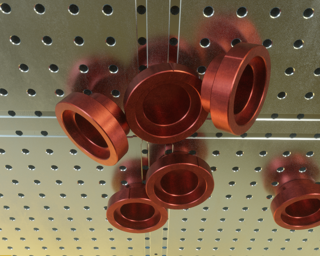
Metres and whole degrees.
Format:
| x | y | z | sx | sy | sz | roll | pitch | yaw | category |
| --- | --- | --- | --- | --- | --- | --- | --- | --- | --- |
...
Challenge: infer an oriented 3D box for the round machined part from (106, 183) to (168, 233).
| x | y | z | sx | sy | sz | roll | pitch | yaw | category |
| --- | --- | --- | --- | --- | --- | --- | --- | --- | --- |
| -0.036 | 0.128 | 0.509 | 0.099 | 0.042 | 0.097 | 0 | 130 | 0 | round machined part |

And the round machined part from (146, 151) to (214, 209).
| x | y | z | sx | sy | sz | roll | pitch | yaw | category |
| --- | --- | --- | --- | --- | --- | --- | --- | --- | --- |
| 0.028 | 0.073 | 0.460 | 0.099 | 0.042 | 0.097 | -1 | 127 | -2 | round machined part |

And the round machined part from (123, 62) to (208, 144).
| x | y | z | sx | sy | sz | roll | pitch | yaw | category |
| --- | --- | --- | --- | --- | --- | --- | --- | --- | --- |
| 0.006 | -0.032 | 0.365 | 0.099 | 0.042 | 0.097 | -7 | 126 | -9 | round machined part |

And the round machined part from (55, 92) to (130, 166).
| x | y | z | sx | sy | sz | roll | pitch | yaw | category |
| --- | --- | --- | --- | --- | --- | --- | --- | --- | --- |
| -0.076 | -0.004 | 0.376 | 0.098 | 0.042 | 0.098 | 28 | 145 | 22 | round machined part |

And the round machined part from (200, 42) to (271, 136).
| x | y | z | sx | sy | sz | roll | pitch | yaw | category |
| --- | --- | --- | --- | --- | --- | --- | --- | --- | --- |
| 0.080 | -0.044 | 0.340 | 0.042 | 0.098 | 0.098 | 20 | 141 | 35 | round machined part |

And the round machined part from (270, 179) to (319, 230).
| x | y | z | sx | sy | sz | roll | pitch | yaw | category |
| --- | --- | --- | --- | --- | --- | --- | --- | --- | --- |
| 0.230 | 0.121 | 0.505 | 0.099 | 0.042 | 0.097 | 0 | 130 | 0 | round machined part |
